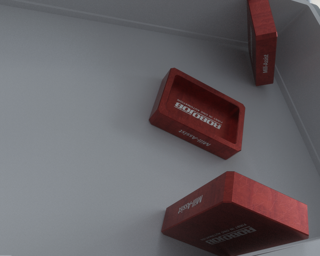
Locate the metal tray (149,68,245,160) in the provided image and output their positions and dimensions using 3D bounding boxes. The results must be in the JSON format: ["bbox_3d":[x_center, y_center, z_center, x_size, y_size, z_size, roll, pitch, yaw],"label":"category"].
[{"bbox_3d":[0.058,-0.021,0.445,0.131,0.030,0.090,26,53,-12],"label":"metal tray"}]

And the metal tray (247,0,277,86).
[{"bbox_3d":[0.169,-0.143,0.520,0.030,0.130,0.090,-8,62,13],"label":"metal tray"}]

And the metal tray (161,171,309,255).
[{"bbox_3d":[0.069,0.095,0.317,0.090,0.129,0.030,25,53,-13],"label":"metal tray"}]
